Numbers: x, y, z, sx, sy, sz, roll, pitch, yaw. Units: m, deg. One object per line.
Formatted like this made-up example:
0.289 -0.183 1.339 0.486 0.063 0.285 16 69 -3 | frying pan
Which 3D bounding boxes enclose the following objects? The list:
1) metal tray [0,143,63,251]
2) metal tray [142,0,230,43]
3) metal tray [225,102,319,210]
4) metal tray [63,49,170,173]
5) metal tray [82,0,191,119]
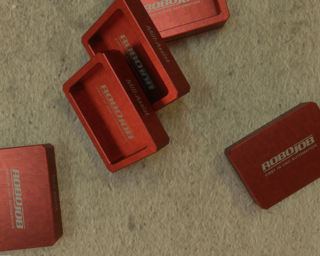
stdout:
-0.183 0.089 0.405 0.091 0.030 0.129 -6 90 -1 | metal tray
0.015 -0.163 0.407 0.131 0.030 0.090 -17 90 -1 | metal tray
0.165 0.035 0.410 0.130 0.030 0.090 -31 90 -1 | metal tray
-0.057 -0.018 0.382 0.090 0.030 0.130 -29 91 37 | metal tray
-0.032 -0.079 0.380 0.090 0.030 0.130 -29 92 40 | metal tray
